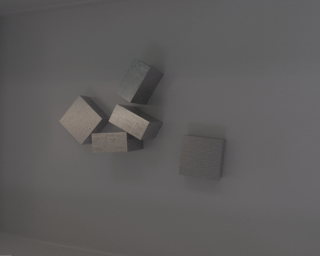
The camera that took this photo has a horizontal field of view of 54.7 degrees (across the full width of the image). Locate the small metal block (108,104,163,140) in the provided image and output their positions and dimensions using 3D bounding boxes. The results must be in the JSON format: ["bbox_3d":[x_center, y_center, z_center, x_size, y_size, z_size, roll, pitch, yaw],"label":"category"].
[{"bbox_3d":[-0.031,-0.008,0.408,0.050,0.050,0.025,29,100,17],"label":"small metal block"}]

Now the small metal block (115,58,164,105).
[{"bbox_3d":[-0.026,-0.059,0.406,0.025,0.050,0.050,35,101,17],"label":"small metal block"}]

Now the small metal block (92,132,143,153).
[{"bbox_3d":[-0.056,0.018,0.417,0.050,0.050,0.025,-3,89,20],"label":"small metal block"}]

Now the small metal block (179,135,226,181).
[{"bbox_3d":[0.054,0.036,0.391,0.050,0.025,0.050,6,92,19],"label":"small metal block"}]

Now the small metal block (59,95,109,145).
[{"bbox_3d":[-0.108,-0.011,0.449,0.050,0.025,0.050,44,104,14],"label":"small metal block"}]
